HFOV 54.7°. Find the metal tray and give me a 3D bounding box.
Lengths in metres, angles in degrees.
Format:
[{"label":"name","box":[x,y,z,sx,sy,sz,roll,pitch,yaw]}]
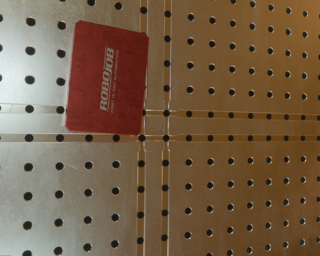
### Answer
[{"label":"metal tray","box":[-0.066,-0.058,0.386,0.091,0.030,0.129,5,88,-20]}]
